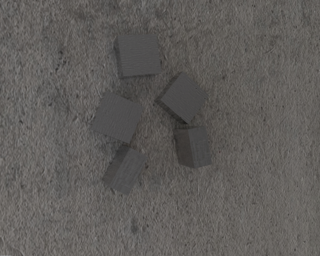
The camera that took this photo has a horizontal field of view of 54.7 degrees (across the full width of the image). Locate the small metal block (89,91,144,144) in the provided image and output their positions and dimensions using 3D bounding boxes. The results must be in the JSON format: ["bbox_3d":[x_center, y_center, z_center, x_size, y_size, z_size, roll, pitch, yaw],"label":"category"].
[{"bbox_3d":[-0.055,-0.013,0.389,0.050,0.025,0.050,23,82,-19],"label":"small metal block"}]

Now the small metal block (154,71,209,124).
[{"bbox_3d":[0.030,-0.040,0.420,0.050,0.025,0.050,40,77,-16],"label":"small metal block"}]

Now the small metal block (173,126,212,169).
[{"bbox_3d":[0.042,0.024,0.411,0.025,0.050,0.050,-12,94,-20],"label":"small metal block"}]

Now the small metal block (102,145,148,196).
[{"bbox_3d":[-0.044,0.050,0.379,0.025,0.050,0.050,31,80,-18],"label":"small metal block"}]

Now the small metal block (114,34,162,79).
[{"bbox_3d":[-0.029,-0.092,0.398,0.050,0.025,0.050,-9,93,-20],"label":"small metal block"}]
